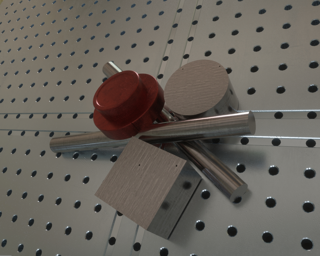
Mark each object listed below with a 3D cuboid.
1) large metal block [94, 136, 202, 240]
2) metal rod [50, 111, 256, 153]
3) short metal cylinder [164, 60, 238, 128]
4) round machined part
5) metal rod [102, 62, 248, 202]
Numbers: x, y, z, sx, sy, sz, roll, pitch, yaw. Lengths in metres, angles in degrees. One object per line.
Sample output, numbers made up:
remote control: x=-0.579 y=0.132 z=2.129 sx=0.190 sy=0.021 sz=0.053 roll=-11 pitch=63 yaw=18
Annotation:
large metal block: x=-0.013 y=0.066 z=0.354 sx=0.080 sy=0.050 sz=0.080 roll=22 pitch=73 yaw=35
metal rod: x=-0.033 y=0.010 z=0.394 sx=0.300 sy=0.025 sz=0.025 roll=-7 pitch=58 yaw=32
short metal cylinder: x=0.052 y=-0.038 z=0.386 sx=0.080 sy=0.050 sz=0.080 roll=-13 pitch=56 yaw=20
round machined part: x=-0.046 y=-0.036 z=0.399 sx=0.098 sy=0.042 sz=0.098 roll=-19 pitch=44 yaw=20
metal rod: x=0.000 y=-0.015 z=0.417 sx=0.025 sy=0.025 sz=0.300 roll=-43 pitch=51 yaw=-2
